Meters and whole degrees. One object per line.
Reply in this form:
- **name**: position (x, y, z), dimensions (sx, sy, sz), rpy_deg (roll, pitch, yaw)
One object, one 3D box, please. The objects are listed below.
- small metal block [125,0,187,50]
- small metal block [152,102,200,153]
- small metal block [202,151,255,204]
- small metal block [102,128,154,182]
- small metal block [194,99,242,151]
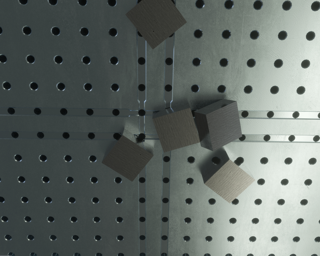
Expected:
- **small metal block**: position (-0.004, -0.130, 0.366), dimensions (0.050, 0.025, 0.050), rpy_deg (-37, 107, 12)
- **small metal block**: position (0.022, -0.001, 0.414), dimensions (0.050, 0.025, 0.050), rpy_deg (-16, 110, 5)
- **small metal block**: position (0.097, 0.071, 0.441), dimensions (0.050, 0.025, 0.050), rpy_deg (39, 105, -14)
- **small metal block**: position (-0.044, 0.037, 0.427), dimensions (0.050, 0.025, 0.050), rpy_deg (35, 106, -12)
- **small metal block**: position (0.076, -0.005, 0.401), dimensions (0.050, 0.025, 0.050), rpy_deg (-23, 112, -24)
